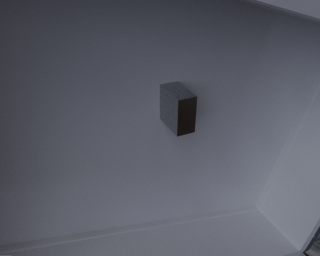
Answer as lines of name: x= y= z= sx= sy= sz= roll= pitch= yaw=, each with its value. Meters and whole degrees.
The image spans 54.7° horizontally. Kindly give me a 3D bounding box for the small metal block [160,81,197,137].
small metal block: x=0.022 y=-0.025 z=0.391 sx=0.025 sy=0.050 sz=0.050 roll=-14 pitch=124 yaw=-21
